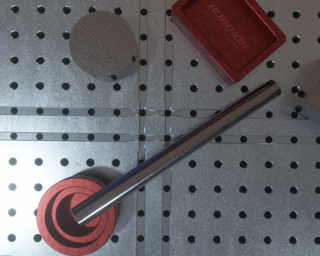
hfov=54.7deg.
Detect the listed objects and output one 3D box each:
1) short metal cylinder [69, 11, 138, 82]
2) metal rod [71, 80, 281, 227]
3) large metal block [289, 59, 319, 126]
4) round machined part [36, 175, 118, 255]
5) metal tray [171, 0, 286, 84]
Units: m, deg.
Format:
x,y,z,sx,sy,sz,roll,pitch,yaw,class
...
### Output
x,y,z,sx,sy,sz,roll,pitch,yaw,class
-0.070,-0.102,0.400,0.081,0.050,0.079,0,90,-1,short metal cylinder
0.028,0.026,0.389,0.301,0.025,0.025,-32,90,-10,metal rod
0.235,-0.041,0.404,0.080,0.050,0.080,32,90,-1,large metal block
-0.104,0.110,0.404,0.099,0.042,0.097,0,90,-1,round machined part
0.089,-0.134,0.411,0.090,0.030,0.130,-41,91,0,metal tray
